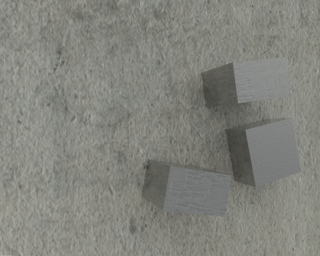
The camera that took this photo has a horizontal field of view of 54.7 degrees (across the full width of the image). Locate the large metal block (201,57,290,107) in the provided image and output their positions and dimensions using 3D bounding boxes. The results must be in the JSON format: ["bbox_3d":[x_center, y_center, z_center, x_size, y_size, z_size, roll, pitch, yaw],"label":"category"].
[{"bbox_3d":[0.114,-0.061,0.423,0.081,0.080,0.050,-10,94,-20],"label":"large metal block"}]

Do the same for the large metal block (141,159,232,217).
[{"bbox_3d":[0.031,0.074,0.392,0.081,0.080,0.050,11,87,-20],"label":"large metal block"}]

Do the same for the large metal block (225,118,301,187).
[{"bbox_3d":[0.150,0.033,0.453,0.081,0.050,0.080,-13,95,-20],"label":"large metal block"}]
